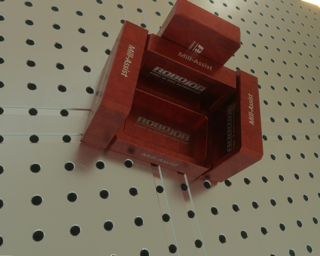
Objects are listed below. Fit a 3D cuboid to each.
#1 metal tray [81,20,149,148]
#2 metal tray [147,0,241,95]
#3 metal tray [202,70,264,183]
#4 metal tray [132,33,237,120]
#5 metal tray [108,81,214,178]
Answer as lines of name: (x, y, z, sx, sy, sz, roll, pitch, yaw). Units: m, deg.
metal tray: (-0.053, -0.052, 0.369, 0.030, 0.090, 0.130, 20, 54, -17)
metal tray: (0.034, -0.097, 0.417, 0.090, 0.129, 0.030, 21, 54, -16)
metal tray: (0.094, -0.003, 0.417, 0.030, 0.090, 0.130, 20, 54, -17)
metal tray: (0.025, -0.062, 0.417, 0.131, 0.090, 0.030, 20, 55, -17)
metal tray: (0.006, 0.002, 0.405, 0.131, 0.030, 0.090, 20, 54, -17)
